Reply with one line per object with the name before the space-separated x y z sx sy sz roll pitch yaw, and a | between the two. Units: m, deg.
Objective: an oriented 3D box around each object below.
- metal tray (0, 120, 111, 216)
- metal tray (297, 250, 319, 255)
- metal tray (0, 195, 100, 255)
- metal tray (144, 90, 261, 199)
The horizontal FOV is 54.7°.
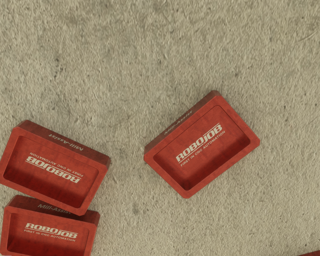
metal tray | -0.146 0.056 0.426 0.131 0.030 0.089 26 108 -10
metal tray | 0.232 0.253 0.502 0.131 0.030 0.090 -18 109 6
metal tray | -0.164 0.158 0.463 0.131 0.030 0.089 14 110 -6
metal tray | 0.054 0.024 0.416 0.130 0.030 0.090 -40 106 13
